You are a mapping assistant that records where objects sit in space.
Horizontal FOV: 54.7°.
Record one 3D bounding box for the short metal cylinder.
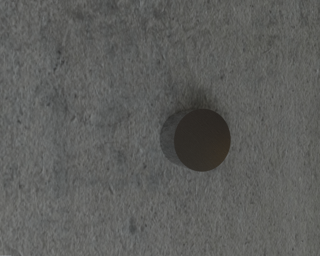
[{"bbox_3d":[0.046,0.015,0.414,0.081,0.050,0.079,0,90,-21],"label":"short metal cylinder"}]
